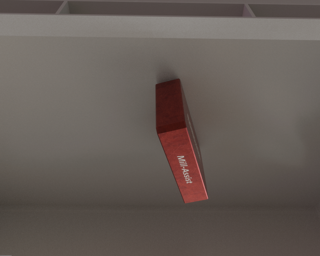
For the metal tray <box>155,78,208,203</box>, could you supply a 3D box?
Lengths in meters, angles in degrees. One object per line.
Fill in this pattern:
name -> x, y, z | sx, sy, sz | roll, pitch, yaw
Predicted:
metal tray -> 0.027, 0.018, 0.378 | 0.030, 0.090, 0.130 | -13, 129, 9
